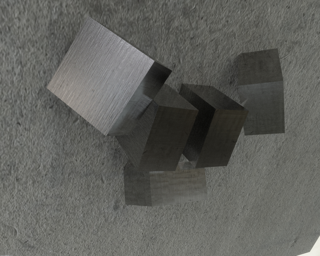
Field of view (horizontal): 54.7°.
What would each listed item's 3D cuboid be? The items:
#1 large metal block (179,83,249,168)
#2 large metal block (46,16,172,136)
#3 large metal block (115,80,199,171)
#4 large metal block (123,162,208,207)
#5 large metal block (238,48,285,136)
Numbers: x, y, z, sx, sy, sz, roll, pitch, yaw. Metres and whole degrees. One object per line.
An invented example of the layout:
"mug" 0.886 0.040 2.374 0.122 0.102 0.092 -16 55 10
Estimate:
"large metal block" 0.058 -0.005 0.403 0.050 0.080 0.079 1 118 -29
"large metal block" -0.049 -0.048 0.306 0.080 0.080 0.050 -56 164 11
"large metal block" -0.009 -0.005 0.367 0.050 0.080 0.079 5 116 -31
"large metal block" 0.005 0.074 0.415 0.081 0.080 0.050 1 79 -29
"large metal block" 0.134 -0.048 0.411 0.050 0.080 0.080 -5 129 18
